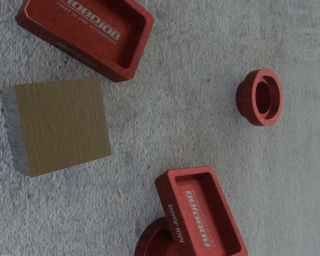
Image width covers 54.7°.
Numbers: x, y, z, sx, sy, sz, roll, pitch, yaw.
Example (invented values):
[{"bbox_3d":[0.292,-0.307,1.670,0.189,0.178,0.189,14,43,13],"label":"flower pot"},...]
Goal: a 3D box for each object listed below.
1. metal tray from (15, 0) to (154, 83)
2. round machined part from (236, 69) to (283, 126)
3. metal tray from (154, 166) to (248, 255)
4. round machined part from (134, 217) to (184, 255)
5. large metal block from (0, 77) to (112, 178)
[{"bbox_3d":[-0.074,-0.119,0.340,0.131,0.030,0.090,29,72,-37],"label":"metal tray"},{"bbox_3d":[0.169,-0.052,0.539,0.099,0.042,0.097,0,90,-40],"label":"round machined part"},{"bbox_3d":[0.054,0.117,0.408,0.091,0.030,0.130,2,59,-41],"label":"metal tray"},{"bbox_3d":[0.017,0.171,0.410,0.099,0.042,0.097,0,90,-40],"label":"round machined part"},{"bbox_3d":[-0.101,-0.004,0.305,0.081,0.050,0.079,-14,99,-39],"label":"large metal block"}]
